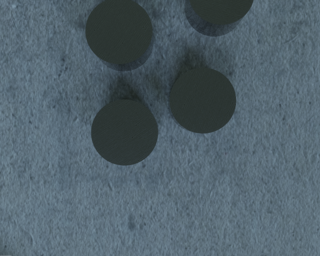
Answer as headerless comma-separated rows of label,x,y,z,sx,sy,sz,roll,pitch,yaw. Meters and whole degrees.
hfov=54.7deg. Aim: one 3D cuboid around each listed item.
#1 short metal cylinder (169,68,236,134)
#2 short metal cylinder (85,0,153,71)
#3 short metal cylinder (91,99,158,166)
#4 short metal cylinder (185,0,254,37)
short metal cylinder,0.052,-0.033,0.398,0.081,0.050,0.079,0,90,-1
short metal cylinder,-0.049,-0.117,0.397,0.081,0.050,0.079,0,90,-1
short metal cylinder,-0.043,0.005,0.397,0.081,0.050,0.079,0,90,-1
short metal cylinder,0.074,-0.165,0.398,0.081,0.050,0.079,0,90,-1
